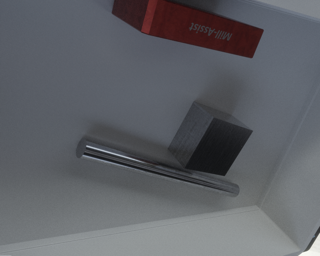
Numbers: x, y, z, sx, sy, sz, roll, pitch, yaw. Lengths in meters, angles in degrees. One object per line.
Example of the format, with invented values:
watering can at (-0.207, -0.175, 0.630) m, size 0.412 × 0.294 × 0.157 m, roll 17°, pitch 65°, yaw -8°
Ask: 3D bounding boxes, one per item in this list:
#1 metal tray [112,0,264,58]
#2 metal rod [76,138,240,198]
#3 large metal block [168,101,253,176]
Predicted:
metal tray at (0.028, -0.108, 0.315) m, size 0.131 × 0.090 × 0.030 m, roll 3°, pitch 117°, yaw -30°
metal rod at (0.018, 0.068, 0.462) m, size 0.302 × 0.025 × 0.025 m, roll 21°, pitch 107°, yaw -37°
large metal block at (0.072, 0.017, 0.444) m, size 0.081 × 0.050 × 0.080 m, roll 16°, pitch 110°, yaw -35°
